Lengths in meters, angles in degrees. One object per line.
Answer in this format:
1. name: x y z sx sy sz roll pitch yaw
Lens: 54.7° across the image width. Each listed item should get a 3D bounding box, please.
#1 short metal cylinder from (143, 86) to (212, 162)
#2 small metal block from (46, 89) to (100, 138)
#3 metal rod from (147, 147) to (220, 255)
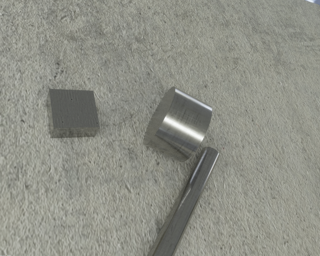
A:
1. short metal cylinder: 0.020 -0.004 0.382 0.050 0.080 0.080 27 52 -12
2. small metal block: -0.102 -0.017 0.359 0.050 0.025 0.050 -1 62 -29
3. metal rod: 0.002 0.131 0.324 0.025 0.025 0.301 37 51 -4
